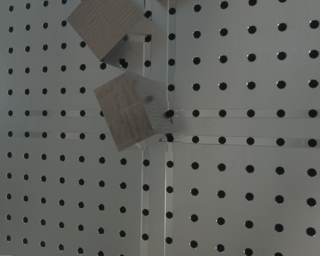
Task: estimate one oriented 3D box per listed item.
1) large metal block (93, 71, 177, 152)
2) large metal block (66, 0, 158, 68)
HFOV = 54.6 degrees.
[{"bbox_3d":[-0.028,-0.019,0.394,0.050,0.080,0.080,-26,82,18],"label":"large metal block"},{"bbox_3d":[-0.065,-0.143,0.423,0.080,0.050,0.080,-42,77,15],"label":"large metal block"}]
